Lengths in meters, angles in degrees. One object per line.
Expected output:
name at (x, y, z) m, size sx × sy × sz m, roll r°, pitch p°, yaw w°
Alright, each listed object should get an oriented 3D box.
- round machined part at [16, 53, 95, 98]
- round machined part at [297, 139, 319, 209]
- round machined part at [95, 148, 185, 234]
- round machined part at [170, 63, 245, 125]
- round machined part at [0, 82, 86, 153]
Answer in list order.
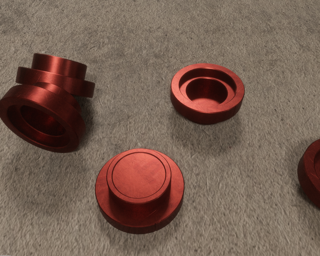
round machined part at (-0.135, -0.071, 0.413) m, size 0.098 × 0.098 × 0.042 m, roll 13°, pitch 94°, yaw 10°
round machined part at (0.204, 0.060, 0.344) m, size 0.099 × 0.042 × 0.098 m, roll 0°, pitch 50°, yaw 0°
round machined part at (-0.022, 0.061, 0.340) m, size 0.099 × 0.042 × 0.098 m, roll 0°, pitch 50°, yaw 0°
round machined part at (0.064, -0.043, 0.429) m, size 0.099 × 0.042 × 0.098 m, roll 0°, pitch 50°, yaw 0°
round machined part at (-0.134, -0.016, 0.367) m, size 0.098 × 0.097 × 0.042 m, roll 12°, pitch 53°, yaw 10°
